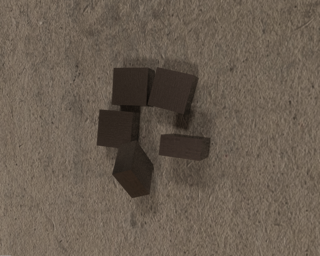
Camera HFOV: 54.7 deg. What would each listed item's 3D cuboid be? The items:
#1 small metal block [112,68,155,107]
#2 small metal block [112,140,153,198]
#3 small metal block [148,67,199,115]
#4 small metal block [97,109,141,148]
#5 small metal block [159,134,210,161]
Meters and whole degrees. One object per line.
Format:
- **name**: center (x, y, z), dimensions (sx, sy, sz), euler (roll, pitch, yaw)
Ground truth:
- **small metal block**: center (-0.036, -0.055, 0.421), dimensions (0.050, 0.025, 0.050), euler (3, 91, 19)
- **small metal block**: center (-0.033, 0.053, 0.395), dimensions (0.025, 0.050, 0.050), euler (-17, 128, 19)
- **small metal block**: center (0.017, -0.048, 0.402), dimensions (0.050, 0.025, 0.050), euler (16, 95, 19)
- **small metal block**: center (-0.057, 0.002, 0.428), dimensions (0.050, 0.025, 0.050), euler (6, 92, 19)
- **small metal block**: center (0.032, 0.023, 0.384), dimensions (0.050, 0.050, 0.025), euler (6, 92, 19)
